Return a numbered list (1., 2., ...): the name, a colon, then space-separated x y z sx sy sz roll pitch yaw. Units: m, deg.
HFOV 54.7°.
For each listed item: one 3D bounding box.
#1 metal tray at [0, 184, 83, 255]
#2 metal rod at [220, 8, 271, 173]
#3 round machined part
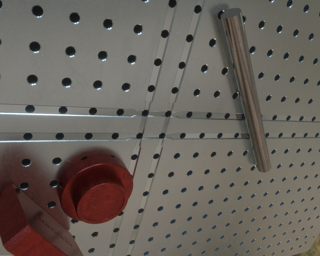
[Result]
1. metal tray: -0.140 0.134 0.373 0.030 0.090 0.130 -40 131 -14
2. metal rod: 0.137 -0.034 0.467 0.025 0.025 0.299 -32 129 -8
3. round machined part: -0.081 0.088 0.412 0.099 0.042 0.097 -14 125 -21
